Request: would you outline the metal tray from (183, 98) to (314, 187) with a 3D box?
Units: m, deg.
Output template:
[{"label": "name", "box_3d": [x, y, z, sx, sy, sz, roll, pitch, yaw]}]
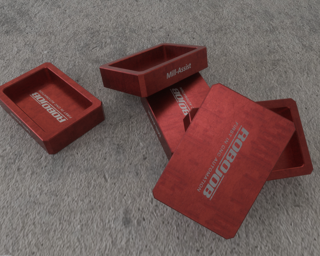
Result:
[{"label": "metal tray", "box_3d": [0.099, 0.018, 0.355, 0.131, 0.030, 0.090, -6, 77, -11]}]

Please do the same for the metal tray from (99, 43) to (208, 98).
[{"label": "metal tray", "box_3d": [-0.006, -0.087, 0.438, 0.131, 0.030, 0.090, -31, 35, -35]}]

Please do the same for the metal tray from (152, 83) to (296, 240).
[{"label": "metal tray", "box_3d": [0.062, 0.032, 0.314, 0.090, 0.030, 0.130, 29, 91, 4]}]

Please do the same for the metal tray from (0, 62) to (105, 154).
[{"label": "metal tray", "box_3d": [-0.151, -0.032, 0.425, 0.130, 0.030, 0.090, 36, 59, 26]}]

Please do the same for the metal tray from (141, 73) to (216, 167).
[{"label": "metal tray", "box_3d": [0.035, -0.018, 0.415, 0.091, 0.030, 0.130, -16, 52, -13]}]
